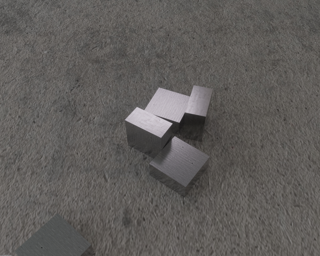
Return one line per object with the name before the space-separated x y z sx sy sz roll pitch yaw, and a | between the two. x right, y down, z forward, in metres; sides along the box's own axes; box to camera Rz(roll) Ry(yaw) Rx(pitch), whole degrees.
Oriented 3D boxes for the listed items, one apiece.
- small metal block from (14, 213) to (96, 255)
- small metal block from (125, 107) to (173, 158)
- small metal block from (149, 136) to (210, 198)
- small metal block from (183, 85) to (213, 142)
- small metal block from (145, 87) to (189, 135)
small metal block | -0.101 0.121 0.301 0.050 0.025 0.050 33 57 24
small metal block | -0.013 0.009 0.379 0.050 0.050 0.025 26 55 20
small metal block | 0.023 0.045 0.366 0.050 0.025 0.050 30 56 22
small metal block | 0.049 -0.019 0.403 0.025 0.050 0.050 12 51 10
small metal block | 0.012 -0.024 0.423 0.050 0.025 0.050 18 52 15
